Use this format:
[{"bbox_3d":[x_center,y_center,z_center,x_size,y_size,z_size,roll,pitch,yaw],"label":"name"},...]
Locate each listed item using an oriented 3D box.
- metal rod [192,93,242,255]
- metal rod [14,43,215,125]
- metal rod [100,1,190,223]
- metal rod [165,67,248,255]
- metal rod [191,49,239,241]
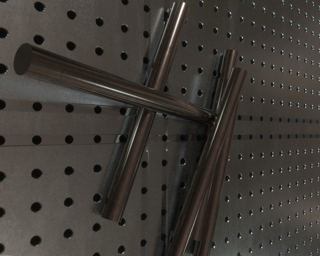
[{"bbox_3d":[0.096,0.052,0.492,0.025,0.025,0.299,23,76,-38],"label":"metal rod"},{"bbox_3d":[-0.015,-0.034,0.353,0.302,0.025,0.025,11,83,-53],"label":"metal rod"},{"bbox_3d":[-0.014,-0.031,0.399,0.025,0.025,0.299,29,72,-37],"label":"metal rod"},{"bbox_3d":[0.068,0.052,0.447,0.025,0.025,0.299,28,79,-37],"label":"metal rod"},{"bbox_3d":[0.082,0.019,0.480,0.025,0.025,0.299,23,76,-38],"label":"metal rod"}]
